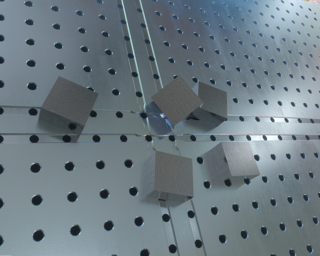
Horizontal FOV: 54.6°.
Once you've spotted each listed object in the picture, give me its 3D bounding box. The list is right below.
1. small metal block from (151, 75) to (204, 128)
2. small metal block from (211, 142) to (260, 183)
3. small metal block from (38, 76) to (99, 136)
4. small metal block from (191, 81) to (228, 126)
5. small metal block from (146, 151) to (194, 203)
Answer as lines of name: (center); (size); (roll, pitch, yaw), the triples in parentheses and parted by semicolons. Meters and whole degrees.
small metal block: (0.023, -0.035, 0.427); (0.050, 0.025, 0.050); (-39, 83, -5)
small metal block: (0.106, 0.047, 0.435); (0.050, 0.025, 0.050); (2, 61, -27)
small metal block: (-0.107, -0.026, 0.366); (0.050, 0.025, 0.050); (24, 53, -14)
small metal block: (0.073, -0.037, 0.469); (0.050, 0.025, 0.050); (19, 54, -17)
small metal block: (0.012, 0.060, 0.378); (0.050, 0.025, 0.050); (14, 56, -20)
